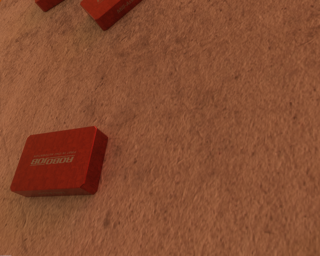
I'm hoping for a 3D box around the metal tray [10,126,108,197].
[{"bbox_3d":[-0.144,0.050,0.444,0.130,0.030,0.090,-7,58,24],"label":"metal tray"}]

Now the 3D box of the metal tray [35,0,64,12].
[{"bbox_3d":[-0.231,-0.338,0.725,0.130,0.030,0.090,-27,53,11],"label":"metal tray"}]

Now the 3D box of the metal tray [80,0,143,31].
[{"bbox_3d":[-0.083,-0.256,0.599,0.130,0.030,0.090,-40,51,0],"label":"metal tray"}]
